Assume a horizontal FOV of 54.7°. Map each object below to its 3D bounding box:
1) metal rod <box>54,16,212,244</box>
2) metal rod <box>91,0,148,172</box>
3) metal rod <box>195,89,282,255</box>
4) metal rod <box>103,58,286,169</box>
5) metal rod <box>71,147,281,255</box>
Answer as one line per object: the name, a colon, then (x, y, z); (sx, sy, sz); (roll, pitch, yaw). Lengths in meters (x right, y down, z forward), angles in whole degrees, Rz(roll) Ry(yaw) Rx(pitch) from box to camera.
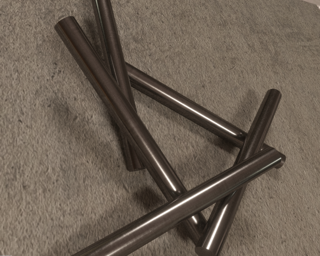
metal rod: (-0.023, 0.011, 0.346); (0.025, 0.025, 0.299); (-36, 94, -39)
metal rod: (-0.060, -0.093, 0.397); (0.025, 0.025, 0.299); (-6, 75, -31)
metal rod: (0.117, 0.037, 0.411); (0.025, 0.025, 0.301); (39, 50, -2)
metal rod: (0.054, -0.021, 0.447); (0.301, 0.025, 0.025); (29, 52, -10)
metal rod: (0.011, 0.089, 0.316); (0.302, 0.025, 0.025); (-23, 74, -24)
